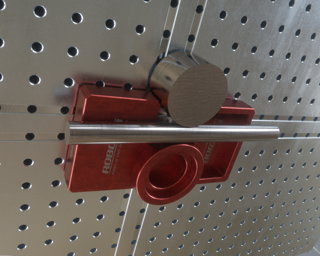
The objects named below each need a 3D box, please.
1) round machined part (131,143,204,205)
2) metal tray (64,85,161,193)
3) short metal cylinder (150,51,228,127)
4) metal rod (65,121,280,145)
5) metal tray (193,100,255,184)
[{"bbox_3d":[0.007,0.053,0.420,0.099,0.042,0.097,-14,124,-21],"label":"round machined part"},{"bbox_3d":[-0.060,0.016,0.379,0.091,0.030,0.129,3,117,-30],"label":"metal tray"},{"bbox_3d":[0.035,-0.048,0.379,0.081,0.050,0.079,-14,124,-21],"label":"short metal cylinder"},{"bbox_3d":[0.037,0.006,0.391,0.303,0.025,0.025,0,118,-29],"label":"metal rod"},{"bbox_3d":[0.077,0.022,0.459,0.091,0.030,0.129,1,118,-29],"label":"metal tray"}]
